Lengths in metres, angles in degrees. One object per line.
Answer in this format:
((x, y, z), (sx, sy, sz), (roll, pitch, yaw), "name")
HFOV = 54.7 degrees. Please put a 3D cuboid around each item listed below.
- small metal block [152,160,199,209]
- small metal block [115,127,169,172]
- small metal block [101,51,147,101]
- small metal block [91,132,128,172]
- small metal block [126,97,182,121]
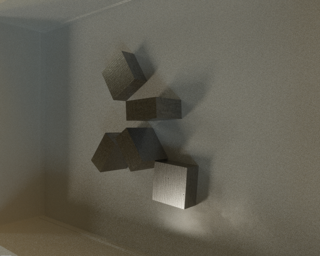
((0.019, 0.069, 0.389), (0.050, 0.025, 0.050), (6, 94, 39), "small metal block")
((-0.024, 0.027, 0.408), (0.025, 0.050, 0.050), (-41, 65, 32), "small metal block")
((-0.052, -0.074, 0.448), (0.050, 0.025, 0.050), (-38, 67, 33), "small metal block")
((-0.062, 0.033, 0.439), (0.025, 0.050, 0.050), (45, 117, 30), "small metal block")
((-0.008, -0.023, 0.395), (0.050, 0.050, 0.025), (-3, 88, 39), "small metal block")
